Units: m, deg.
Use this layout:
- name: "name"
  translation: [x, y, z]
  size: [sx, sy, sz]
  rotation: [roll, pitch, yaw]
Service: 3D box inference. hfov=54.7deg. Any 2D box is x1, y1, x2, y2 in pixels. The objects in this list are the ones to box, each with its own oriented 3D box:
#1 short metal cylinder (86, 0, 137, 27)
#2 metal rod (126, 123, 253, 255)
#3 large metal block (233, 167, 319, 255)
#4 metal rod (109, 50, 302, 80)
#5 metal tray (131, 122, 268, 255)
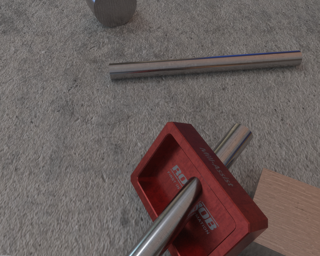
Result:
- name: "short metal cylinder"
  translation: [-0.089, -0.232, 0.561]
  size: [0.081, 0.080, 0.050]
  rotation: [-21, 53, -17]
- name: "metal rod"
  translation: [-0.007, 0.106, 0.281]
  size: [0.025, 0.025, 0.301]
  rotation: [33, 67, 24]
- name: "large metal block"
  translation: [0.126, 0.098, 0.306]
  size: [0.080, 0.050, 0.080]
  rotation: [21, 53, 16]
- name: "metal rod"
  translation: [0.074, -0.099, 0.487]
  size: [0.302, 0.025, 0.025]
  rotation: [-5, 50, -5]
- name: "metal tray"
  translation: [0.028, 0.068, 0.302]
  size: [0.030, 0.089, 0.130]
  rotation: [6, 38, -43]
